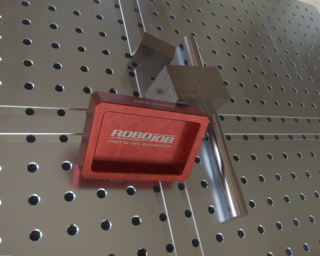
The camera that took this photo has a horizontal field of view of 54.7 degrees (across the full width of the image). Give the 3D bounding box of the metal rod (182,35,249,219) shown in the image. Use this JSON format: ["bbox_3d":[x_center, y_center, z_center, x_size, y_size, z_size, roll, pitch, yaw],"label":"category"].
[{"bbox_3d":[0.075,-0.018,0.461,0.025,0.025,0.299,3,60,-27],"label":"metal rod"}]

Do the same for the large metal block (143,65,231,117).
[{"bbox_3d":[0.032,-0.039,0.415,0.081,0.080,0.050,-5,64,-31],"label":"large metal block"}]

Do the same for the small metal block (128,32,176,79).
[{"bbox_3d":[-0.012,-0.104,0.450,0.050,0.050,0.025,22,53,-15],"label":"small metal block"}]

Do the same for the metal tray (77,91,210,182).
[{"bbox_3d":[-0.018,0.014,0.348,0.131,0.089,0.030,6,24,-25],"label":"metal tray"}]
